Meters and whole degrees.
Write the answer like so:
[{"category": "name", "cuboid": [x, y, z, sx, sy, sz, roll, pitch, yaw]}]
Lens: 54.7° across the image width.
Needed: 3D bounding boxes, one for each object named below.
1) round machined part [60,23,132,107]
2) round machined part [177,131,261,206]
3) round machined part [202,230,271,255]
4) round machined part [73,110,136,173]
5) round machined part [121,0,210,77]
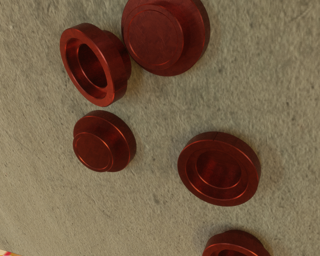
[{"category": "round machined part", "cuboid": [-0.072, -0.078, 0.371, 0.098, 0.042, 0.097, 31, 141, 30]}, {"category": "round machined part", "cuboid": [0.075, 0.046, 0.384, 0.098, 0.042, 0.097, 13, 124, 20]}, {"category": "round machined part", "cuboid": [0.115, 0.188, 0.451, 0.098, 0.042, 0.097, 13, 124, 20]}, {"category": "round machined part", "cuboid": [-0.088, 0.026, 0.456, 0.098, 0.042, 0.097, 13, 124, 20]}, {"category": "round machined part", "cuboid": [0.000, -0.101, 0.332, 0.098, 0.042, 0.097, 13, 124, 20]}]
